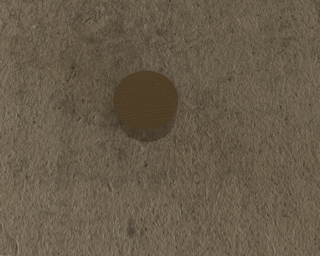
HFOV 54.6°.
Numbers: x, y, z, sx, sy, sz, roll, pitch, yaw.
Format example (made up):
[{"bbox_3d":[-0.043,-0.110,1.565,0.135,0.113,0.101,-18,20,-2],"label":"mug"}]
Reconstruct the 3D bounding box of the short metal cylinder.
[{"bbox_3d":[-0.017,-0.027,0.405,0.080,0.050,0.080,0,70,0],"label":"short metal cylinder"}]
